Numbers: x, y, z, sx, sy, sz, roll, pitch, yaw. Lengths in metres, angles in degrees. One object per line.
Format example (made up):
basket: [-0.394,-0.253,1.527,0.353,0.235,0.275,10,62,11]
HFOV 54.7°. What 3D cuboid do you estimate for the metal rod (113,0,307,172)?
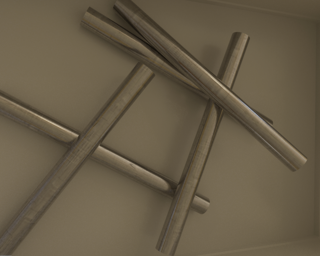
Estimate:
metal rod: [0.060,-0.057,0.386,0.300,0.025,0.025,42,76,3]

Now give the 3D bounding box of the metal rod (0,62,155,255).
metal rod: [-0.108,0.049,0.348,0.025,0.025,0.300,39,86,-16]

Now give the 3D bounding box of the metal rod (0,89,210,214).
metal rod: [-0.063,0.037,0.387,0.301,0.025,0.025,30,80,-18]

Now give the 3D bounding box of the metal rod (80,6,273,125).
metal rod: [0.035,-0.069,0.423,0.301,0.025,0.025,28,81,-18]

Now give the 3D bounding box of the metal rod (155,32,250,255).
metal rod: [0.058,0.014,0.404,0.025,0.025,0.299,23,82,-19]
